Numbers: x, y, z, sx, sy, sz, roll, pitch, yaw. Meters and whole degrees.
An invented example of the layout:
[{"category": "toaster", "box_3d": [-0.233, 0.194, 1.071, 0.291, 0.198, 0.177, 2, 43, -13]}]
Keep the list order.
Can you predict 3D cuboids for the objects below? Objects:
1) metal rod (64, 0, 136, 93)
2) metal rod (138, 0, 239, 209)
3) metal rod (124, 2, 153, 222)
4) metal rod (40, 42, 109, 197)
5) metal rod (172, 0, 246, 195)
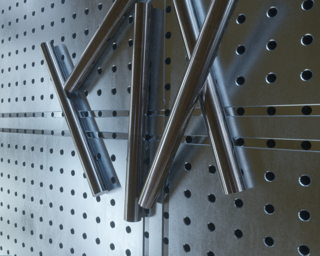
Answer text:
[{"category": "metal rod", "box_3d": [-0.066, -0.166, 0.461, 0.299, 0.025, 0.025, -48, 62, 29]}, {"category": "metal rod", "box_3d": [0.027, -0.024, 0.356, 0.025, 0.025, 0.298, 39, 122, 33]}, {"category": "metal rod", "box_3d": [-0.030, -0.019, 0.432, 0.025, 0.025, 0.298, 5, 93, 39]}, {"category": "metal rod", "box_3d": [-0.152, -0.025, 0.531, 0.025, 0.025, 0.299, -38, 67, 33]}, {"category": "metal rod", "box_3d": [0.048, -0.072, 0.367, 0.025, 0.025, 0.299, -22, 76, 37]}]
